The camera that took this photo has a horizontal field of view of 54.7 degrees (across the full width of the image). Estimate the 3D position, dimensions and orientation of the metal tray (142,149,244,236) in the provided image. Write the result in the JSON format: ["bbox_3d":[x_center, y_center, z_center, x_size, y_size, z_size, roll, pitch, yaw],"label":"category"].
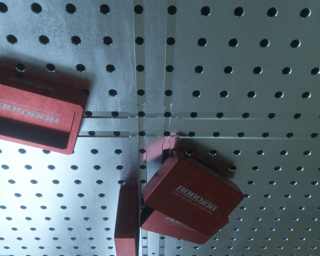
[{"bbox_3d":[0.051,0.101,0.472,0.130,0.030,0.090,32,104,-21],"label":"metal tray"}]

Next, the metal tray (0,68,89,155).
[{"bbox_3d":[-0.165,-0.020,0.388,0.131,0.030,0.089,15,129,-13],"label":"metal tray"}]

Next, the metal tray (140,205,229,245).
[{"bbox_3d":[0.042,0.157,0.543,0.131,0.030,0.089,21,127,-18],"label":"metal tray"}]

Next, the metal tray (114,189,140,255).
[{"bbox_3d":[-0.052,0.174,0.516,0.030,0.090,0.129,1,130,-1],"label":"metal tray"}]
